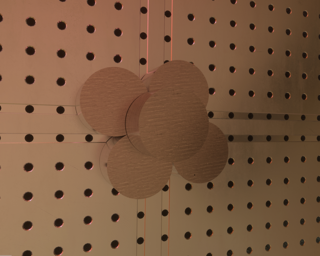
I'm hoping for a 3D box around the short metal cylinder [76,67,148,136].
[{"bbox_3d":[-0.059,-0.030,0.377,0.081,0.050,0.079,0,90,-21],"label":"short metal cylinder"}]

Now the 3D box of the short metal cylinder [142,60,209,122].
[{"bbox_3d":[0.016,-0.044,0.406,0.081,0.050,0.079,0,90,-21],"label":"short metal cylinder"}]

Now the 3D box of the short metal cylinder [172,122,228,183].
[{"bbox_3d":[0.044,0.030,0.416,0.081,0.050,0.079,0,90,-21],"label":"short metal cylinder"}]

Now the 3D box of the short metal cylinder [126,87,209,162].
[{"bbox_3d":[0.007,-0.004,0.348,0.081,0.050,0.079,-1,92,-21],"label":"short metal cylinder"}]

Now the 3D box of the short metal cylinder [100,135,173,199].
[{"bbox_3d":[-0.031,0.044,0.388,0.081,0.050,0.079,0,90,-21],"label":"short metal cylinder"}]
